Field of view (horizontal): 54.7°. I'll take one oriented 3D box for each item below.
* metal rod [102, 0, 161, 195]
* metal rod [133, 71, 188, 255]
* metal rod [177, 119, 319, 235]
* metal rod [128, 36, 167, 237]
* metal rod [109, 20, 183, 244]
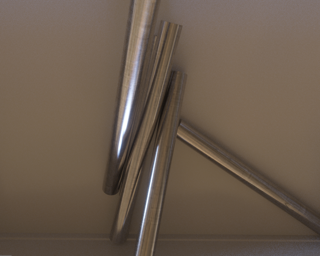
[{"bbox_3d":[-0.039,-0.018,0.343,0.025,0.025,0.298,12,133,-5],"label":"metal rod"},{"bbox_3d":[-0.005,0.078,0.374,0.025,0.025,0.298,11,85,-4],"label":"metal rod"},{"bbox_3d":[0.143,0.081,0.442,0.301,0.025,0.025,34,107,-12],"label":"metal rod"},{"bbox_3d":[-0.030,0.028,0.420,0.025,0.025,0.298,11,110,-4],"label":"metal rod"},{"bbox_3d":[-0.023,0.020,0.390,0.025,0.025,0.298,13,109,-5],"label":"metal rod"}]
